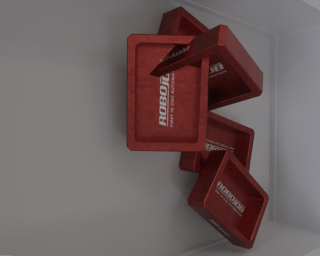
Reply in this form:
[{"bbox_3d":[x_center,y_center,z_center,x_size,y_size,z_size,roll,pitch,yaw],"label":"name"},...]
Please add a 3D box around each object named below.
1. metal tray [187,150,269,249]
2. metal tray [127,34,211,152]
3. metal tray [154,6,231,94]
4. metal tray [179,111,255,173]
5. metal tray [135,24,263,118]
[{"bbox_3d":[0.103,0.103,0.447,0.130,0.030,0.090,46,60,-29],"label":"metal tray"},{"bbox_3d":[0.008,-0.039,0.358,0.091,0.030,0.129,1,100,-2],"label":"metal tray"},{"bbox_3d":[0.051,-0.099,0.445,0.131,0.030,0.090,24,75,-37],"label":"metal tray"},{"bbox_3d":[0.092,0.031,0.480,0.131,0.030,0.090,18,79,-39],"label":"metal tray"},{"bbox_3d":[0.043,-0.058,0.370,0.090,0.130,0.030,38,51,-35],"label":"metal tray"}]
